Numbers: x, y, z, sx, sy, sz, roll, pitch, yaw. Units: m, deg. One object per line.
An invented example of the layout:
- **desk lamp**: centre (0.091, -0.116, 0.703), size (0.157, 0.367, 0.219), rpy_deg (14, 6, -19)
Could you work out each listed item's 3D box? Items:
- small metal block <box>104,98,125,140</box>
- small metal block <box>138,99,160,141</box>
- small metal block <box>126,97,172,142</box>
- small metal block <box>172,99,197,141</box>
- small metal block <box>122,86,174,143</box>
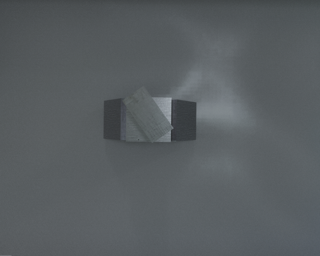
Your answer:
- **small metal block**: centre (-0.050, -0.011, 0.394), size (0.025, 0.050, 0.050), rpy_deg (1, 90, -34)
- **small metal block**: centre (-0.013, -0.009, 0.397), size (0.025, 0.050, 0.050), rpy_deg (1, 90, 0)
- **small metal block**: centre (-0.013, -0.009, 0.359), size (0.050, 0.025, 0.050), rpy_deg (1, 90, 0)
- **small metal block**: centre (0.023, -0.009, 0.395), size (0.025, 0.050, 0.050), rpy_deg (1, 90, 34)
- **small metal block**: centre (-0.011, -0.013, 0.321), size (0.025, 0.050, 0.050), rpy_deg (-35, 90, 1)
